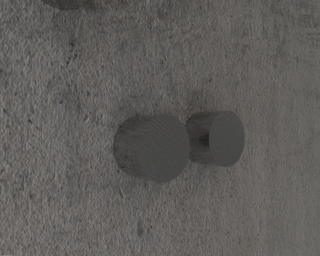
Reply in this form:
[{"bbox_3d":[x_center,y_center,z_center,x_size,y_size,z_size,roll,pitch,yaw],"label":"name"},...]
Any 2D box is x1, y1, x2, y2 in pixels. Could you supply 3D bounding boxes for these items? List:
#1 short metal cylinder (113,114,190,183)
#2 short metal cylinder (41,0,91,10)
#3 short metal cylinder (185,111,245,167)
[{"bbox_3d":[-0.010,0.024,0.380,0.081,0.050,0.080,0,90,-40],"label":"short metal cylinder"},{"bbox_3d":[-0.092,-0.167,0.311,0.081,0.050,0.080,0,90,-40],"label":"short metal cylinder"},{"bbox_3d":[0.079,0.015,0.455,0.081,0.050,0.080,0,90,-40],"label":"short metal cylinder"}]
